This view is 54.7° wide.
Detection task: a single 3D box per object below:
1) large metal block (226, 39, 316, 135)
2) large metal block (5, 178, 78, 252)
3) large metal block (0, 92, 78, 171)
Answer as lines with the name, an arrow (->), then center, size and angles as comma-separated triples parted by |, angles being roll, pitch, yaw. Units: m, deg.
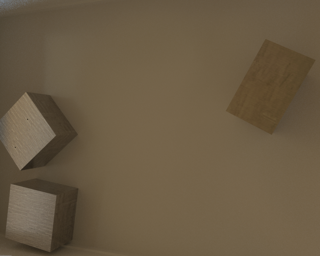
large metal block -> 0.120, -0.040, 0.339 | 0.050, 0.080, 0.080 | 30, 100, 17
large metal block -> -0.174, 0.125, 0.459 | 0.080, 0.050, 0.079 | 8, 93, 19
large metal block -> -0.186, 0.005, 0.463 | 0.080, 0.050, 0.080 | -41, 77, 15
